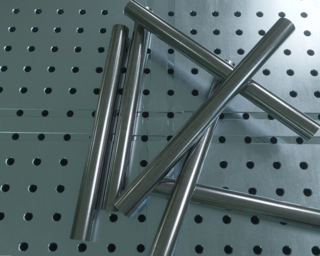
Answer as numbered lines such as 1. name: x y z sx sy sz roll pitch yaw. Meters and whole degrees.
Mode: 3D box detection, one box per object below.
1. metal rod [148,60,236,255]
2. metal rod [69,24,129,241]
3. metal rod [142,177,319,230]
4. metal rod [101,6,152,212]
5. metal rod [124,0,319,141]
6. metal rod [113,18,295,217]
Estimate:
1. metal rod: 0.043 0.034 0.378 0.025 0.025 0.300 20 63 7
2. metal rod: -0.076 -0.008 0.414 0.025 0.025 0.299 6 70 2
3. metal rod: 0.124 0.096 0.377 0.301 0.025 0.025 11 71 4
4. metal rod: -0.041 -0.039 0.425 0.025 0.025 0.299 6 70 2
5. metal rod: 0.072 -0.084 0.411 0.300 0.025 0.025 38 74 14
6. metal rod: 0.056 -0.016 0.370 0.025 0.025 0.300 41 85 13
